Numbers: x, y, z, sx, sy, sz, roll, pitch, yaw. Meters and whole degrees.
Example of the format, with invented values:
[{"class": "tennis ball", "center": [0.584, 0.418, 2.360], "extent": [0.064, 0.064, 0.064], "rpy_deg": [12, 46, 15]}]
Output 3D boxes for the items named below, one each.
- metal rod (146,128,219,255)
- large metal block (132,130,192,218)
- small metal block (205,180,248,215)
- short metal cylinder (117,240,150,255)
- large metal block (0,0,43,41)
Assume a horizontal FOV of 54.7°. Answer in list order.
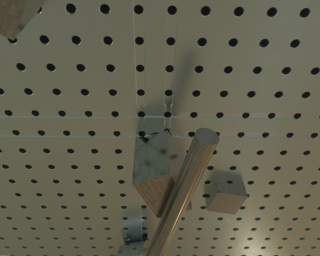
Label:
[{"class": "metal rod", "center": [0.015, 0.119, 0.407], "extent": [0.025, 0.025, 0.298], "rpy_deg": [10, 130, -9]}, {"class": "large metal block", "center": [0.004, 0.064, 0.430], "extent": [0.050, 0.080, 0.080], "rpy_deg": [-18, 128, 14]}, {"class": "small metal block", "center": [0.108, 0.115, 0.512], "extent": [0.050, 0.025, 0.050], "rpy_deg": [11, 129, -10]}, {"class": "short metal cylinder", "center": [-0.045, 0.262, 0.598], "extent": [0.050, 0.080, 0.080], "rpy_deg": [-12, 129, 10]}, {"class": "large metal block", "center": [-0.123, -0.134, 0.259], "extent": [0.050, 0.080, 0.080], "rpy_deg": [25, 125, -20]}]
